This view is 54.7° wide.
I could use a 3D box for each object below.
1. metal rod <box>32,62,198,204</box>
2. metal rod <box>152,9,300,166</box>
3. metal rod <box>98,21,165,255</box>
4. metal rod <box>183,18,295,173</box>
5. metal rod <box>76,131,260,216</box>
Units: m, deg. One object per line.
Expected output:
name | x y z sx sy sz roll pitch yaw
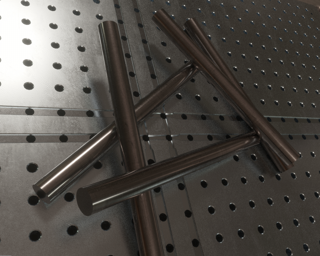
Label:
metal rod | -0.032 -0.015 0.401 0.025 0.025 0.302 45 51 2
metal rod | 0.096 -0.064 0.468 0.300 0.025 0.025 48 51 4
metal rod | -0.035 0.013 0.353 0.025 0.025 0.299 -4 73 -30
metal rod | 0.125 -0.062 0.515 0.025 0.025 0.299 -19 72 -36
metal rod | 0.039 0.040 0.371 0.302 0.025 0.025 -13 68 -45
